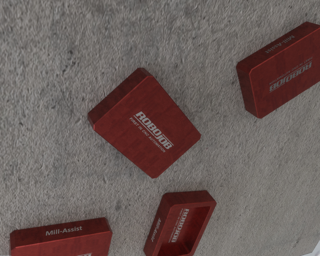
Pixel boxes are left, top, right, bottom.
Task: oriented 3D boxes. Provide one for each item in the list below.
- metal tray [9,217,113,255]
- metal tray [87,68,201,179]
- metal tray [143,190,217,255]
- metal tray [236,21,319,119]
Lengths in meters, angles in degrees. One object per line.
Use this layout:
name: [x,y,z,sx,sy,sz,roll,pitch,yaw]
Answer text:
metal tray: [-0.140,0.178,0.437,0.131,0.030,0.089,0,119,-29]
metal tray: [-0.015,-0.001,0.395,0.090,0.030,0.130,-42,130,1]
metal tray: [0.033,0.168,0.525,0.091,0.030,0.129,4,117,-30]
metal tray: [0.179,-0.083,0.450,0.131,0.030,0.090,-32,129,-8]
